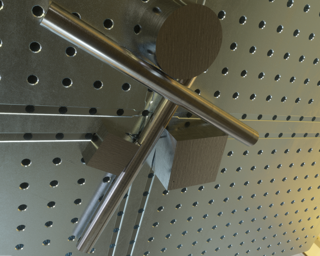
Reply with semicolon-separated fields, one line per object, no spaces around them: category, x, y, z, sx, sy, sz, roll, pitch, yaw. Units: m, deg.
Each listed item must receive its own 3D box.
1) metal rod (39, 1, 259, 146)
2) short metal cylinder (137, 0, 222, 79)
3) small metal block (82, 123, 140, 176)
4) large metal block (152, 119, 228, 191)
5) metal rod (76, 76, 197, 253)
metal rod;0.011;-0.046;0.361;0.301;0.025;0.025;27;103;-29
short metal cylinder;0.022;-0.101;0.346;0.081;0.050;0.079;-14;125;-21
small metal block;-0.063;0.028;0.396;0.050;0.025;0.050;27;103;-38
large metal block;0.041;0.036;0.442;0.081;0.050;0.079;-5;121;-26
metal rod;-0.038;0.052;0.423;0.025;0.025;0.298;21;107;-36
